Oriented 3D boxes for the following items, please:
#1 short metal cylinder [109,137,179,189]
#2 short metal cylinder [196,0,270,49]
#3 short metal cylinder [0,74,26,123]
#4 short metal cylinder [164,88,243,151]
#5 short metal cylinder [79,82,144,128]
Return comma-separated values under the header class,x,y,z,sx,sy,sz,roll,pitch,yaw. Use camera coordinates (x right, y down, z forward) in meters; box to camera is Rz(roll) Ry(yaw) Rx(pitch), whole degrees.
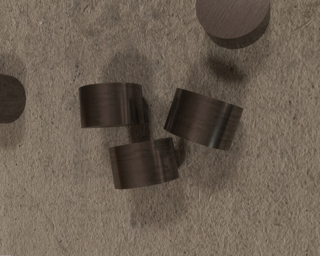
class,x,y,z,sx,sy,sz,roll,pitch,yaw
short metal cylinder,-0.020,0.043,0.386,0.080,0.080,0.050,-11,87,19
short metal cylinder,0.087,-0.139,0.365,0.080,0.050,0.079,0,90,19
short metal cylinder,-0.261,-0.047,0.486,0.080,0.050,0.079,0,90,19
short metal cylinder,0.050,-0.011,0.362,0.080,0.080,0.050,20,97,18
short metal cylinder,-0.062,-0.027,0.401,0.080,0.080,0.050,-4,89,19
